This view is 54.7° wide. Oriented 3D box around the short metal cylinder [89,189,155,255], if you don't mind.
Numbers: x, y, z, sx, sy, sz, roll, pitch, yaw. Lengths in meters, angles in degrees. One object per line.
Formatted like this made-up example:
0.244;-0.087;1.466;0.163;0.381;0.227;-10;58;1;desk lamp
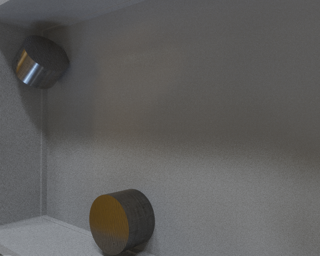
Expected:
-0.054;0.130;0.435;0.080;0.050;0.080;0;90;40;short metal cylinder

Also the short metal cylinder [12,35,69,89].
-0.209;-0.115;0.544;0.050;0.081;0.080;-41;65;32;short metal cylinder
